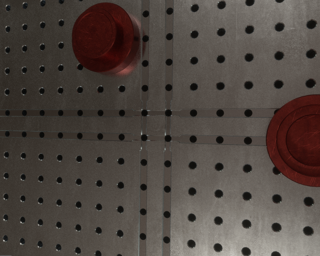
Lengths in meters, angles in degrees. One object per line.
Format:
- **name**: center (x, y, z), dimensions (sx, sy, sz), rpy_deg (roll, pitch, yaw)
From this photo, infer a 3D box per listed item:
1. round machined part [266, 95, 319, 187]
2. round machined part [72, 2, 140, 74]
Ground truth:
- **round machined part**: center (0.170, 0.013, 0.344), dimensions (0.098, 0.042, 0.097), rpy_deg (0, 90, 19)
- **round machined part**: center (-0.082, -0.127, 0.431), dimensions (0.098, 0.042, 0.097), rpy_deg (0, 90, 19)
